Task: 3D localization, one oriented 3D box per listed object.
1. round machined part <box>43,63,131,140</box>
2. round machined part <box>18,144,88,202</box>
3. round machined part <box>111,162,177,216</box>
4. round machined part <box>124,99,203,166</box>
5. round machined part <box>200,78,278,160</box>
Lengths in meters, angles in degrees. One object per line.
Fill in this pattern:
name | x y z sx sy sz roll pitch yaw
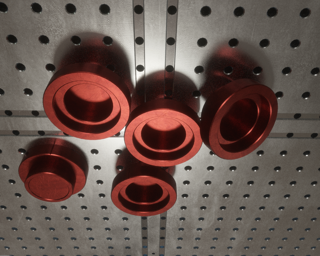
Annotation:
round machined part | -0.083 -0.035 0.369 0.099 0.042 0.097 -1 130 0
round machined part | -0.160 0.073 0.461 0.099 0.042 0.097 -1 130 0
round machined part | -0.024 0.090 0.477 0.099 0.042 0.097 -1 130 0
round machined part | 0.005 0.002 0.401 0.099 0.042 0.097 1 130 1
round machined part | 0.089 -0.014 0.373 0.099 0.042 0.097 -14 123 -22
